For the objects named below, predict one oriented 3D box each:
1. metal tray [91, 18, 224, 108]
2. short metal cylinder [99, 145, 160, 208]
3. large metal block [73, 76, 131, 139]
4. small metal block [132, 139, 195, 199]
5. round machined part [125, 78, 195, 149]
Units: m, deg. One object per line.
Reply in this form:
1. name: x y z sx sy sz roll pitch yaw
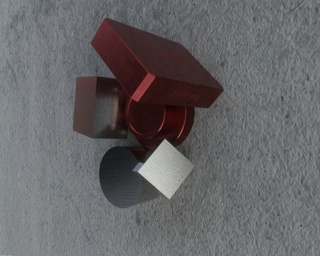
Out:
1. metal tray: 0.002 -0.065 0.333 0.030 0.131 0.090 -52 60 27
2. short metal cylinder: -0.036 0.063 0.418 0.080 0.050 0.079 0 90 39
3. large metal block: -0.084 -0.030 0.441 0.080 0.050 0.079 13 99 56
4. small metal block: 0.004 0.048 0.371 0.050 0.050 0.025 43 163 -11
5. round machined part: -0.007 -0.020 0.400 0.098 0.042 0.097 0 90 39
